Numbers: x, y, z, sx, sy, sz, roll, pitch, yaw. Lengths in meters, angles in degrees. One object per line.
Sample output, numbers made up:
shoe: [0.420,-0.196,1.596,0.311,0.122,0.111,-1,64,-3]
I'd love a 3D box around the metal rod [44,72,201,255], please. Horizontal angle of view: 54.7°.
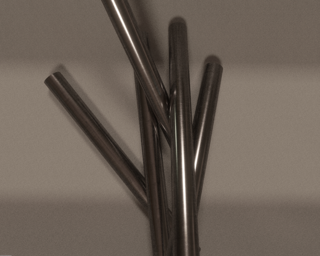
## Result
metal rod: [-0.049,0.051,0.410,0.025,0.025,0.300,-39,91,0]

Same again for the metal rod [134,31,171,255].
metal rod: [-0.011,0.024,0.394,0.025,0.025,0.298,-6,84,-1]

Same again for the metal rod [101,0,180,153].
metal rod: [-0.025,-0.086,0.345,0.025,0.025,0.299,-25,117,0]

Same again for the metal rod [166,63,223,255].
metal rod: [0.038,0.052,0.352,0.025,0.025,0.300,14,65,0]

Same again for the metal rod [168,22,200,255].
metal rod: [0.024,0.002,0.348,0.025,0.025,0.299,0,64,0]
